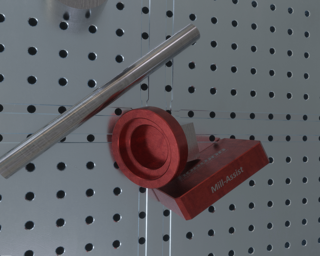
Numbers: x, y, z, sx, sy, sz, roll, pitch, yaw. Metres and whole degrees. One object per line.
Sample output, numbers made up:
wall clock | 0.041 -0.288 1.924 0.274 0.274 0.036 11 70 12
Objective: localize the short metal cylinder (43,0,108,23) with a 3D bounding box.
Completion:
short metal cylinder | -0.098 -0.171 0.363 0.081 0.050 0.079 0 90 -20

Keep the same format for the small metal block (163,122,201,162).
small metal block | 0.023 0.022 0.421 0.050 0.025 0.050 -14 95 -20

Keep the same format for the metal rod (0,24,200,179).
metal rod | -0.066 -0.043 0.388 0.301 0.025 0.025 -39 103 -16

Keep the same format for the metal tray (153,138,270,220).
metal tray | 0.063 0.059 0.401 0.131 0.090 0.030 -31 100 -18

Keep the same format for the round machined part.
round machined part | -0.008 0.021 0.381 0.042 0.098 0.097 -20 99 -55
